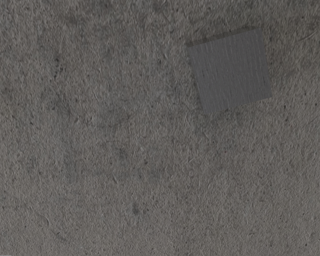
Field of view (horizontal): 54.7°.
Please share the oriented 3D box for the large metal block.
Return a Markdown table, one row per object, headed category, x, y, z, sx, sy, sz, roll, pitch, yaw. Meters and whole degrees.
| category | x | y | z | sx | sy | sz | roll | pitch | yaw |
| --- | --- | --- | --- | --- | --- | --- | --- | --- | --- |
| large metal block | 0.080 | -0.070 | 0.371 | 0.080 | 0.050 | 0.080 | -15 | 110 | 5 |
